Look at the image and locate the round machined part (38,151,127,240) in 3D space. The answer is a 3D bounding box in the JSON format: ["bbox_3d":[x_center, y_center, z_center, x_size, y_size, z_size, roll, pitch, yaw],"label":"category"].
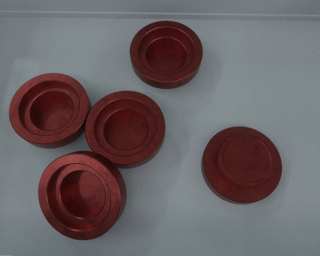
[{"bbox_3d":[-0.085,0.074,0.359,0.098,0.042,0.097,1,95,12],"label":"round machined part"}]

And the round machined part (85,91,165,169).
[{"bbox_3d":[-0.043,0.005,0.398,0.099,0.042,0.098,0,70,0],"label":"round machined part"}]

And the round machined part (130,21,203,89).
[{"bbox_3d":[0.009,-0.098,0.436,0.099,0.042,0.098,0,70,0],"label":"round machined part"}]

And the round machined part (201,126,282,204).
[{"bbox_3d":[0.103,0.043,0.385,0.099,0.042,0.098,0,70,0],"label":"round machined part"}]

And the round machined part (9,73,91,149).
[{"bbox_3d":[-0.139,-0.019,0.407,0.099,0.042,0.098,0,70,0],"label":"round machined part"}]
